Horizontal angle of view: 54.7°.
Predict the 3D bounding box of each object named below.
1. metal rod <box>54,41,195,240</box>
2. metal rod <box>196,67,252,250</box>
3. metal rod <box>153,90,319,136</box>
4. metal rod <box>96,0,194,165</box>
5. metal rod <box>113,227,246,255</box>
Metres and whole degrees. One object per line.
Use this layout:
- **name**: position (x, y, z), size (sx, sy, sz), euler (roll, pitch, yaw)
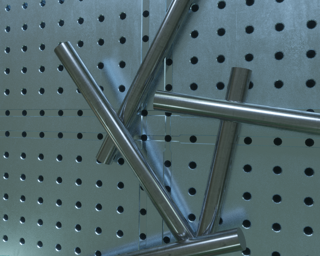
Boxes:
- **metal rod**: position (-0.046, 0.019, 0.404), size (0.025, 0.025, 0.299), euler (-34, 88, 17)
- **metal rod**: position (0.070, 0.074, 0.387), size (0.025, 0.025, 0.298), euler (13, 94, 19)
- **metal rod**: position (0.141, -0.009, 0.343), size (0.301, 0.025, 0.025), euler (10, 93, 12)
- **metal rod**: position (-0.012, -0.085, 0.415), size (0.025, 0.025, 0.298), euler (30, 99, 17)
- **metal rod**: position (-0.035, 0.176, 0.407), size (0.300, 0.025, 0.025), euler (-22, 83, 24)
